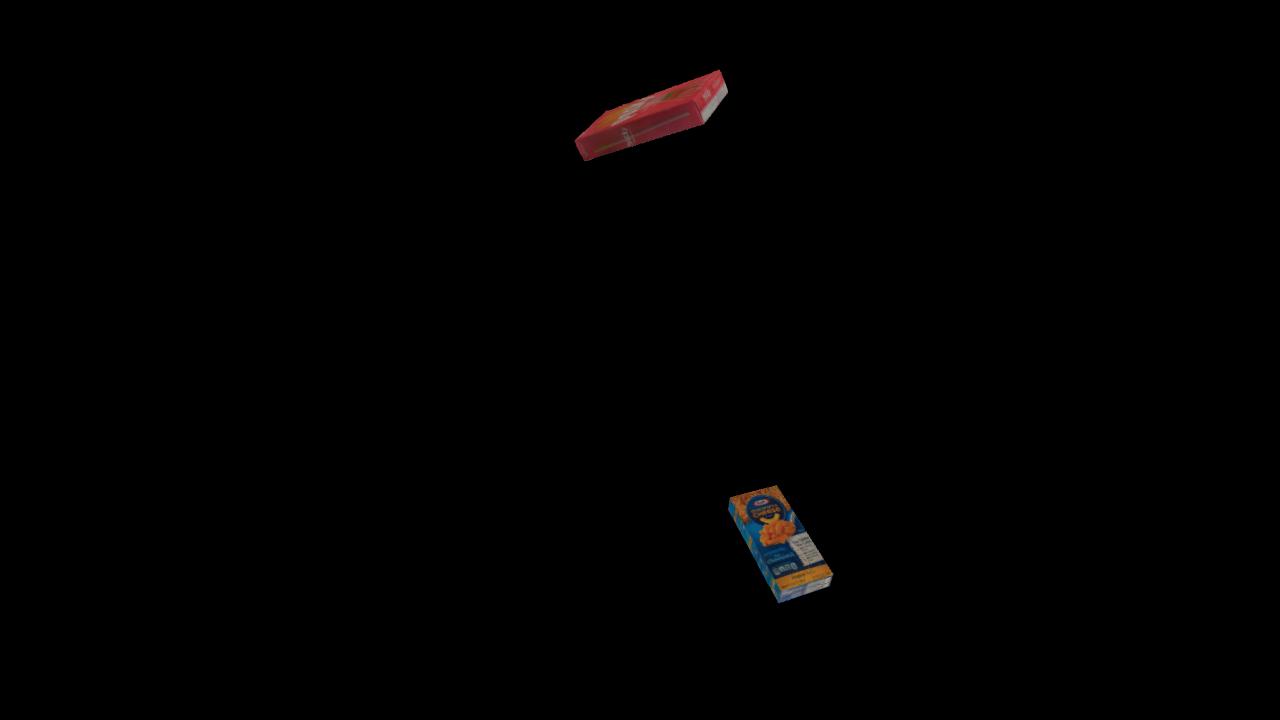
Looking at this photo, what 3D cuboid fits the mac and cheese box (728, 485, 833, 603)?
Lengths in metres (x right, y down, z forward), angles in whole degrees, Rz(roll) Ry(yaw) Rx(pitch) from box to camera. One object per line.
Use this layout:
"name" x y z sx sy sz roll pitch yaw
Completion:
"mac and cheese box" 0.223 0.291 0.995 0.093 0.041 0.184 -13 41 -14

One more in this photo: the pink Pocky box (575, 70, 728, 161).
"pink Pocky box" 0.011 -0.262 0.665 0.155 0.029 0.084 -4 39 34
